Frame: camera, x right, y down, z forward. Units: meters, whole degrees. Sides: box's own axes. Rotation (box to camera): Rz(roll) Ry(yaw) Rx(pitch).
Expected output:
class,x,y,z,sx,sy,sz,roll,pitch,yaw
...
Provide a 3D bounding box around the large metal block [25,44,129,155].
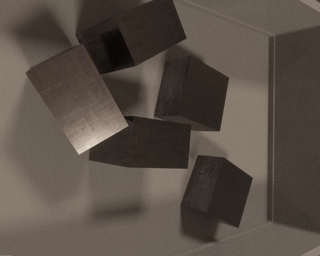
class,x,y,z,sx,sy,sz,roll,pitch,yaw
large metal block,-0.080,-0.031,0.296,0.050,0.080,0.080,-31,112,-11

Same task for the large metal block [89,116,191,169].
class,x,y,z,sx,sy,sz,roll,pitch,yaw
large metal block,-0.023,0.017,0.353,0.081,0.080,0.050,8,85,-40

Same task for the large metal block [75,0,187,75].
class,x,y,z,sx,sy,sz,roll,pitch,yaw
large metal block,-0.032,-0.102,0.345,0.080,0.080,0.050,-37,113,-34

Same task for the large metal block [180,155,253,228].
class,x,y,z,sx,sy,sz,roll,pitch,yaw
large metal block,0.087,0.095,0.467,0.080,0.050,0.080,34,69,-35

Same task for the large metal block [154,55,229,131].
class,x,y,z,sx,sy,sz,roll,pitch,yaw
large metal block,0.045,-0.044,0.431,0.080,0.050,0.080,19,78,-39
